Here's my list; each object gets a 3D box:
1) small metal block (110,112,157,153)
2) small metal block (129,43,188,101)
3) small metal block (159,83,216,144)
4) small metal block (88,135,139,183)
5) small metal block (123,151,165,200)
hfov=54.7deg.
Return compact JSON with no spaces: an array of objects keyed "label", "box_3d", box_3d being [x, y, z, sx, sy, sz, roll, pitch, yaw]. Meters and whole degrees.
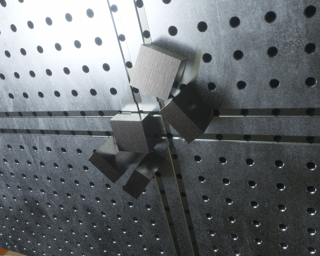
[{"label":"small metal block","box_3d":[-0.037,0.006,0.433,0.050,0.025,0.050,2,120,27]},{"label":"small metal block","box_3d":[-0.002,-0.066,0.364,0.050,0.025,0.050,25,114,12]},{"label":"small metal block","box_3d":[0.034,-0.018,0.365,0.050,0.050,0.025,46,129,-5]},{"label":"small metal block","box_3d":[-0.067,0.044,0.456,0.050,0.050,0.025,43,129,-2]},{"label":"small metal block","box_3d":[-0.023,0.067,0.447,0.025,0.050,0.050,35,129,5]}]
